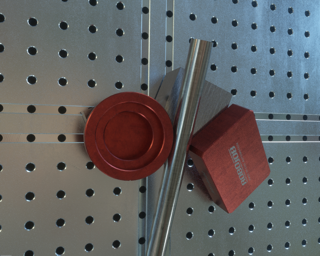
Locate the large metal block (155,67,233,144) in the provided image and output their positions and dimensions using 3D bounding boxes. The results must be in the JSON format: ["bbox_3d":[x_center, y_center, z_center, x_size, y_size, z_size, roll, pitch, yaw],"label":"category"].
[{"bbox_3d":[0.037,-0.023,0.410,0.080,0.050,0.080,24,82,-19],"label":"large metal block"}]

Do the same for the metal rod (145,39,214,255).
[{"bbox_3d":[0.018,0.047,0.373,0.025,0.025,0.298,7,104,-20],"label":"metal rod"}]

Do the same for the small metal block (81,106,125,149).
[{"bbox_3d":[-0.064,-0.006,0.386,0.050,0.025,0.050,-23,98,-19],"label":"small metal block"}]

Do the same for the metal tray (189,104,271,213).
[{"bbox_3d":[0.097,0.044,0.415,0.090,0.030,0.130,-40,128,-15],"label":"metal tray"}]

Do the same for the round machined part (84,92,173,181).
[{"bbox_3d":[-0.038,0.009,0.357,0.099,0.042,0.097,0,91,-17],"label":"round machined part"}]
